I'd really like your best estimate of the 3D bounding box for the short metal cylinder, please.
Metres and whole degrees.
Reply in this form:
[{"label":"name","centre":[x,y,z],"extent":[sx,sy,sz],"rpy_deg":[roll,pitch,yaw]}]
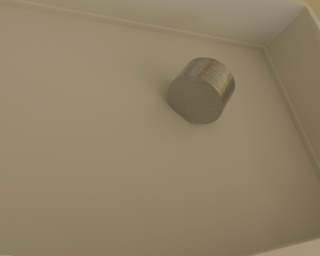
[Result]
[{"label":"short metal cylinder","centre":[0.058,-0.052,0.435],"extent":[0.080,0.080,0.050],"rpy_deg":[39,51,-3]}]
